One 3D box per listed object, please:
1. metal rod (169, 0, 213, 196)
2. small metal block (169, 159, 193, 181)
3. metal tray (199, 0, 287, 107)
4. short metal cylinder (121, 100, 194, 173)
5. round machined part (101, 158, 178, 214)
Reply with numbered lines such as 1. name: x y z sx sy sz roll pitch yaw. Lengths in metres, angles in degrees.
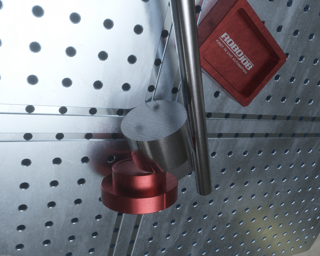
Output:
1. metal rod: 0.044 -0.022 0.388 0.025 0.025 0.298 -23 128 -15
2. small metal block: 0.024 0.048 0.456 0.050 0.025 0.050 -33 129 -7
3. metal tray: 0.101 -0.096 0.405 0.130 0.030 0.090 33 100 -39
4. short metal cylinder: -0.002 0.009 0.381 0.081 0.080 0.050 -25 128 -13
5. round machined part: -0.026 0.068 0.396 0.099 0.098 0.042 -6 104 -26
